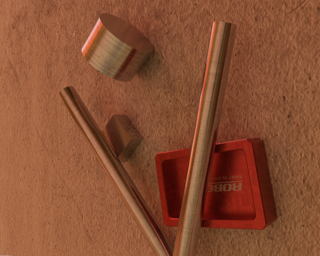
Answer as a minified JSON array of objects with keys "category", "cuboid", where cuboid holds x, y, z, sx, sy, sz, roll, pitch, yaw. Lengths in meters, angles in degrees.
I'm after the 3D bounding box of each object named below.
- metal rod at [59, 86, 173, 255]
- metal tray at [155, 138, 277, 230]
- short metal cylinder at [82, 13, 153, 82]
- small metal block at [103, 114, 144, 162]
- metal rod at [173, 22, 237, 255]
[{"category":"metal rod","cuboid":[-0.057,0.065,0.424,0.025,0.025,0.299,-44,72,31]},{"category":"metal tray","cuboid":[0.057,0.065,0.354,0.130,0.030,0.090,-13,82,39]},{"category":"short metal cylinder","cuboid":[-0.057,-0.108,0.416,0.050,0.081,0.080,-51,60,28]},{"category":"small metal block","cuboid":[-0.058,0.015,0.453,0.050,0.025,0.050,52,120,27]},{"category":"metal rod","cuboid":[0.042,0.042,0.330,0.025,0.025,0.298,15,99,39]}]
